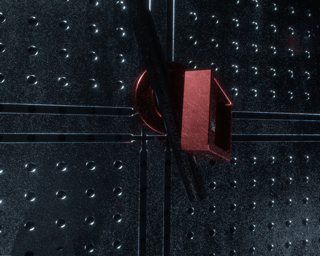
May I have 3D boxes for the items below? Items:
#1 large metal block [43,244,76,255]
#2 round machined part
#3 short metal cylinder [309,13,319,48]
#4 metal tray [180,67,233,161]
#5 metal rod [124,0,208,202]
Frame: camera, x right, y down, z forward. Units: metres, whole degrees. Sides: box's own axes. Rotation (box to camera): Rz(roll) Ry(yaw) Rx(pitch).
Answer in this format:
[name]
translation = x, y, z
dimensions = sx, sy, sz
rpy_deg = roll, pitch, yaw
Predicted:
[large metal block]
translation = -0.125, 0.179, 0.338
dimensions = 0.081, 0.080, 0.050
rpy_deg = -16, 96, -19
[round machined part]
translation = 0.015, -0.040, 0.409
dimensions = 0.099, 0.042, 0.097
rpy_deg = 0, 91, -20
[short metal cylinder]
translation = 0.284, -0.163, 0.488
dimensions = 0.081, 0.080, 0.050
rpy_deg = -20, 97, -19
[metal tray]
translation = 0.062, -0.010, 0.381
dimensions = 0.030, 0.130, 0.090
rpy_deg = 0, 79, 23
[metal rod]
translation = 0.002, -0.054, 0.368
dimensions = 0.025, 0.025, 0.298
rpy_deg = -20, 97, -19
